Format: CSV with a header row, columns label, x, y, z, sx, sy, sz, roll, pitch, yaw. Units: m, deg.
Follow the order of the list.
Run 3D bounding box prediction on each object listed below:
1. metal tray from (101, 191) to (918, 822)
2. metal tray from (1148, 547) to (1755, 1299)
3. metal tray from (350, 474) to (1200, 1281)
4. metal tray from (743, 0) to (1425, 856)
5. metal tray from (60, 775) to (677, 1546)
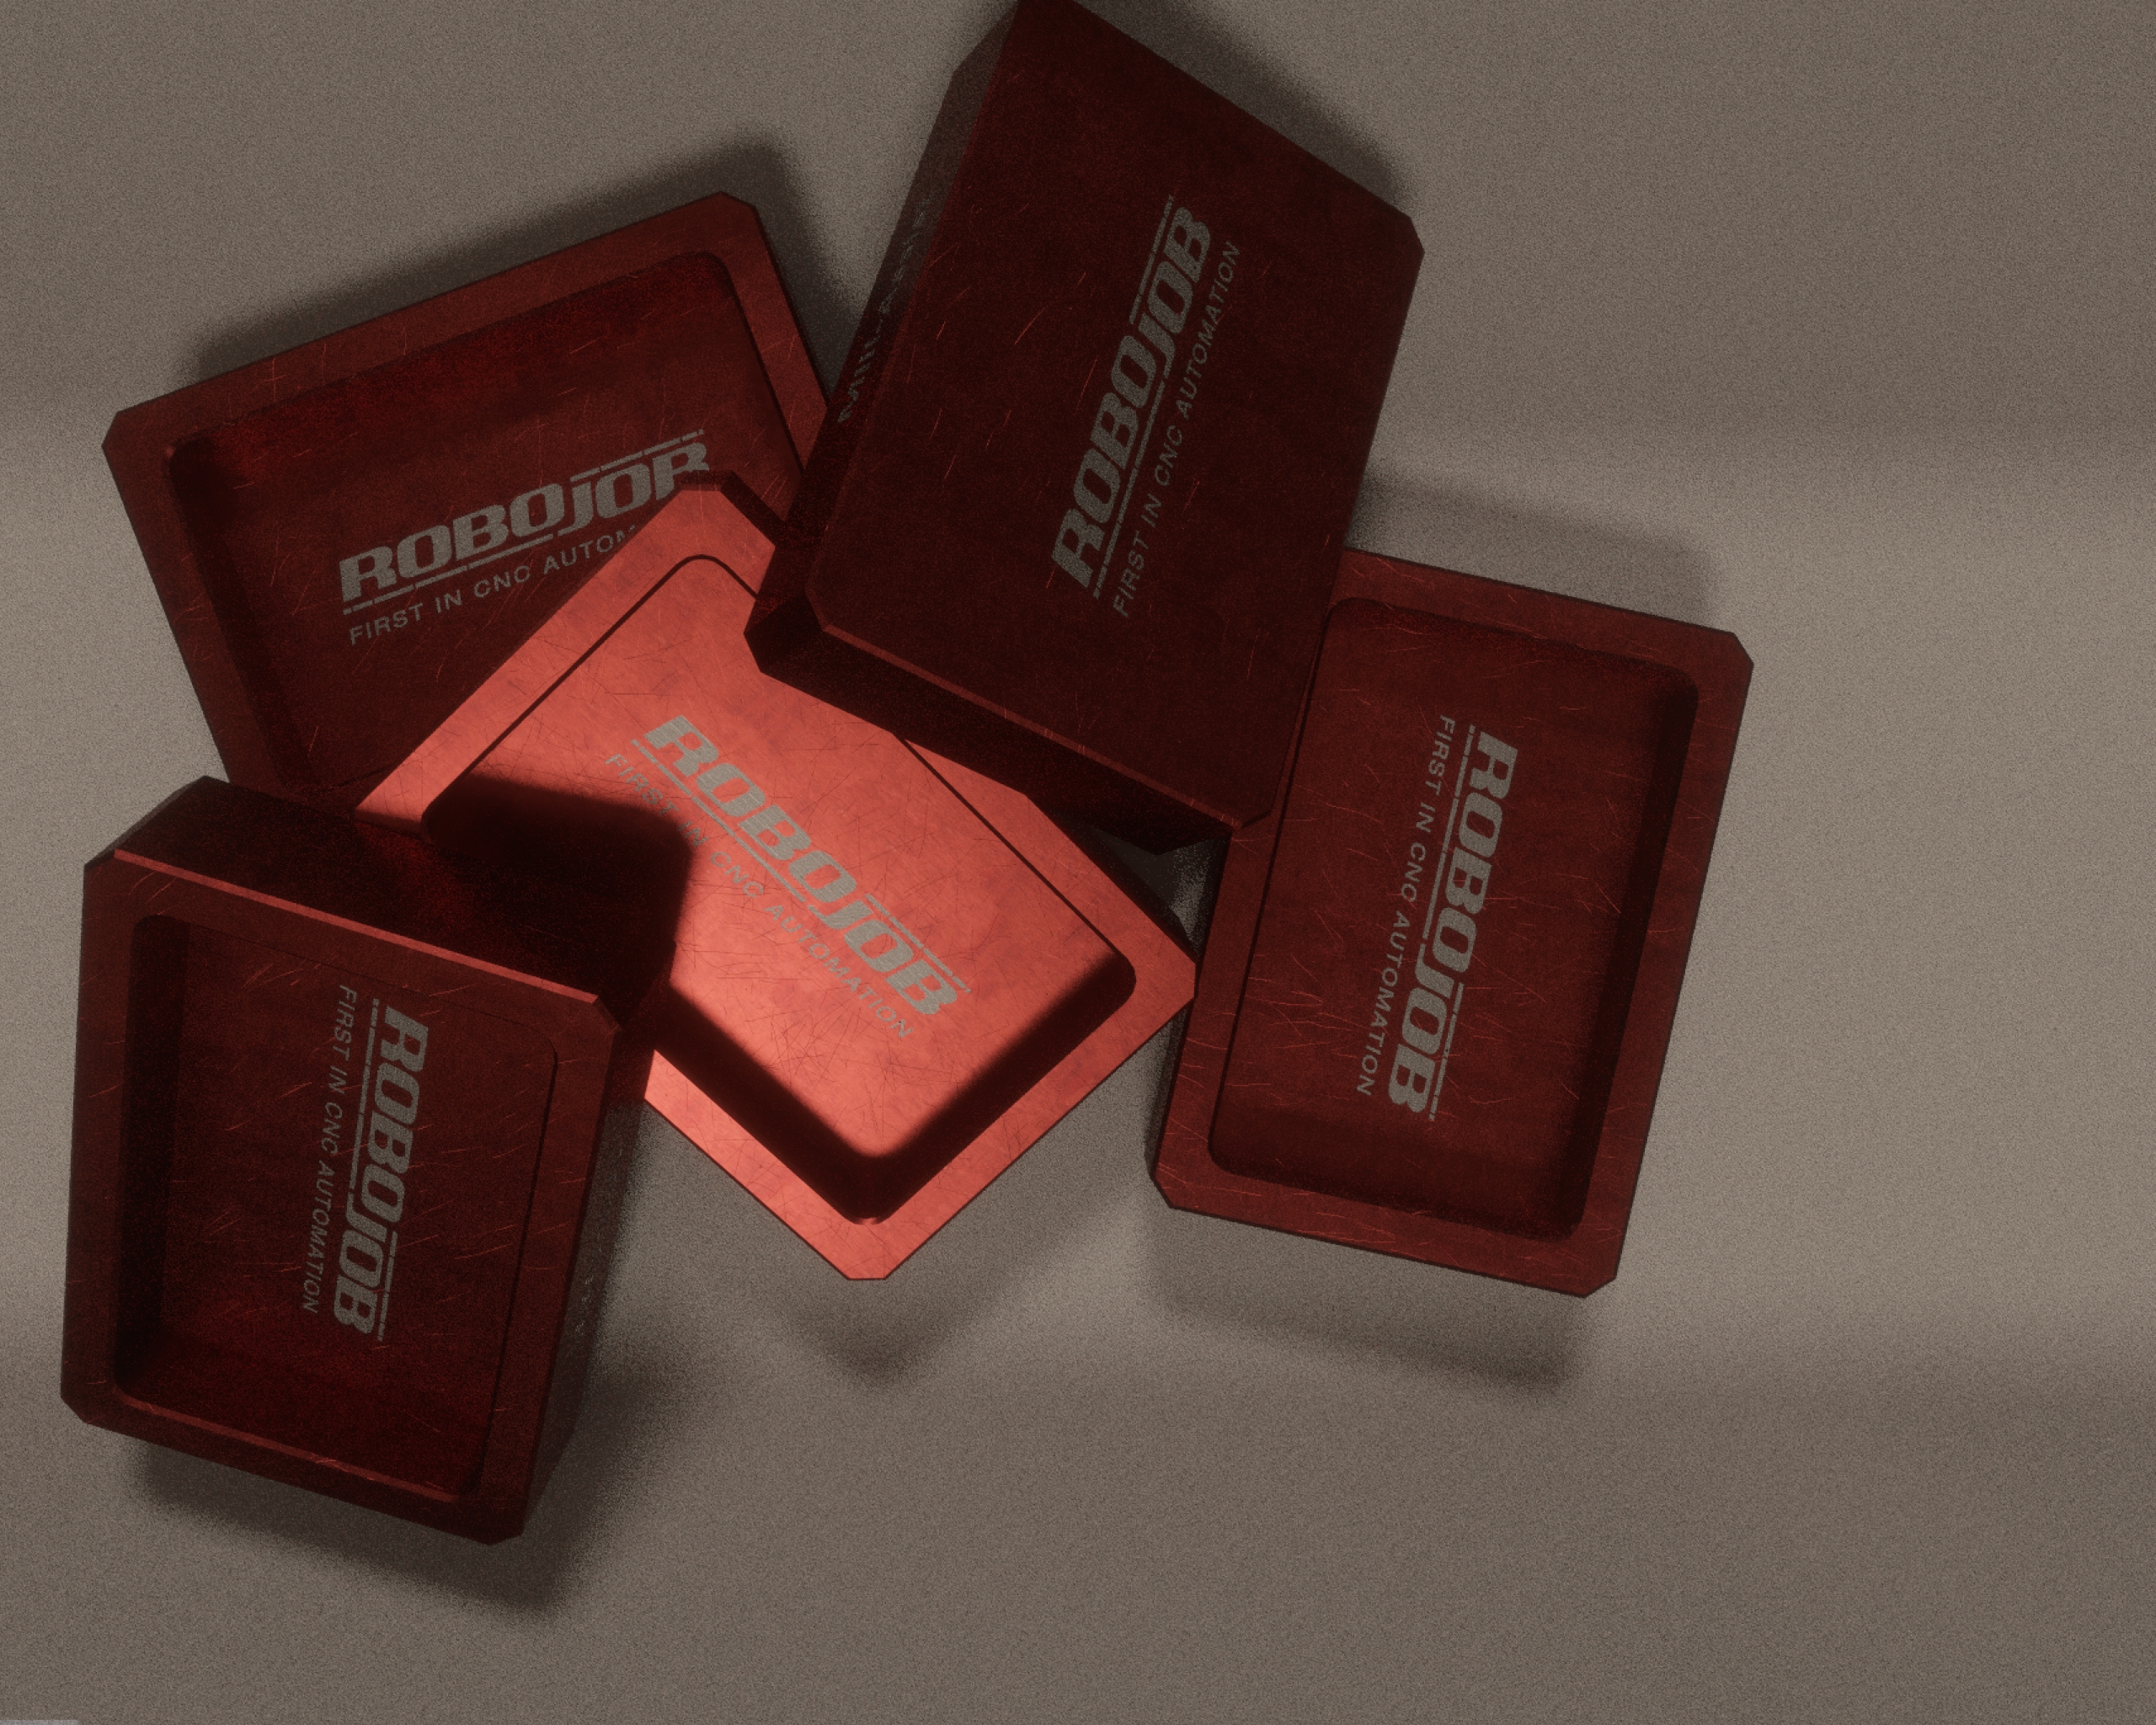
label,x,y,z,sx,sy,sz,roll,pitch,yaw
metal tray,-0.108,-0.064,0.406,0.131,0.030,0.090,-21,90,-1
metal tray,0.071,0.011,0.408,0.091,0.030,0.129,13,90,-1
metal tray,-0.053,0.004,0.385,0.090,0.030,0.130,-43,105,6
metal tray,0.005,-0.077,0.373,0.090,0.030,0.130,25,70,-23
metal tray,-0.130,0.057,0.376,0.090,0.030,0.129,17,118,-1
